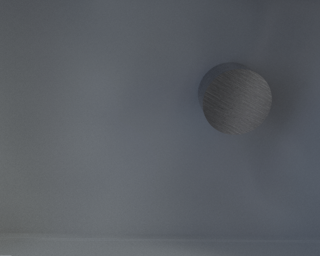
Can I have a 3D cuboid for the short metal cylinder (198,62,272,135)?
[{"bbox_3d":[0.090,-0.038,0.385,0.080,0.050,0.079,0,110,0],"label":"short metal cylinder"}]
